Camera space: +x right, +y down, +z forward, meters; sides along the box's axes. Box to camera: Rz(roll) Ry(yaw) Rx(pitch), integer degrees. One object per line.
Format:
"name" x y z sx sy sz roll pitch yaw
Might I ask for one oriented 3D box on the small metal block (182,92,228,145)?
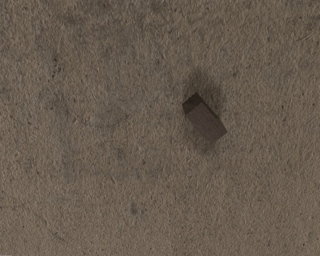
"small metal block" 0.056 -0.013 0.392 0.025 0.050 0.050 -40 106 13
